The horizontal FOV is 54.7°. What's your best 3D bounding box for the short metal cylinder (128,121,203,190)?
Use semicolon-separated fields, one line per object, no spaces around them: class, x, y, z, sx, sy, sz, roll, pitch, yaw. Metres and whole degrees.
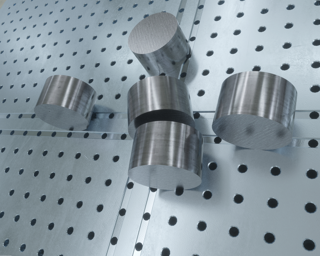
short metal cylinder;0.008;0.033;0.348;0.080;0.080;0.050;-7;59;24

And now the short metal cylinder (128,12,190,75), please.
short metal cylinder;-0.001;-0.128;0.471;0.080;0.050;0.080;-13;56;21

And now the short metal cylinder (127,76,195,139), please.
short metal cylinder;0.000;-0.019;0.385;0.080;0.080;0.050;-18;55;18

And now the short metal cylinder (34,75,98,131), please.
short metal cylinder;-0.141;-0.036;0.469;0.080;0.080;0.050;-4;60;26

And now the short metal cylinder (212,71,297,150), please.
short metal cylinder;0.100;-0.016;0.330;0.080;0.080;0.050;3;64;29
